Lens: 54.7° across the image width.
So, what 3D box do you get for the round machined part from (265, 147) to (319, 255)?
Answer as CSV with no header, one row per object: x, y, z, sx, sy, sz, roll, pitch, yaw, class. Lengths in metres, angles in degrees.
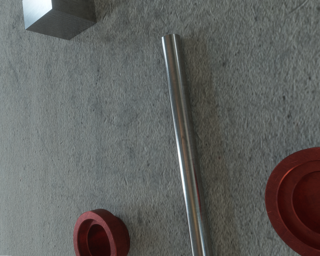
0.148,0.064,0.272,0.098,0.042,0.097,0,90,40,round machined part

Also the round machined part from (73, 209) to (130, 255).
-0.083,0.170,0.463,0.098,0.042,0.097,0,90,40,round machined part

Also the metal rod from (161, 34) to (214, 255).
0.034,0.033,0.376,0.025,0.025,0.298,-13,82,39,metal rod

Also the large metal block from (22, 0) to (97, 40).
-0.163,-0.189,0.504,0.080,0.081,0.050,-14,82,39,large metal block
